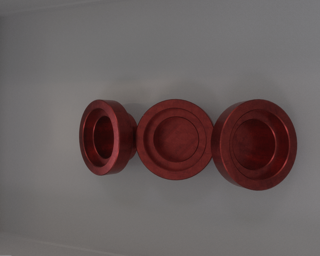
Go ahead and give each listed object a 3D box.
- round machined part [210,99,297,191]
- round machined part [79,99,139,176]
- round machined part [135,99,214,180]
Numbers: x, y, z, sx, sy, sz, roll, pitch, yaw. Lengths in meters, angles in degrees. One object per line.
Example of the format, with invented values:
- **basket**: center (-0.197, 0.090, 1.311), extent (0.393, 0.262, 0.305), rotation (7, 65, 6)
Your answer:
- **round machined part**: center (0.100, 0.018, 0.349), extent (0.099, 0.042, 0.097), rotation (1, 88, -19)
- **round machined part**: center (-0.065, 0.012, 0.410), extent (0.098, 0.042, 0.097), rotation (1, 91, 48)
- **round machined part**: center (0.022, 0.014, 0.390), extent (0.098, 0.042, 0.097), rotation (0, 89, 14)
